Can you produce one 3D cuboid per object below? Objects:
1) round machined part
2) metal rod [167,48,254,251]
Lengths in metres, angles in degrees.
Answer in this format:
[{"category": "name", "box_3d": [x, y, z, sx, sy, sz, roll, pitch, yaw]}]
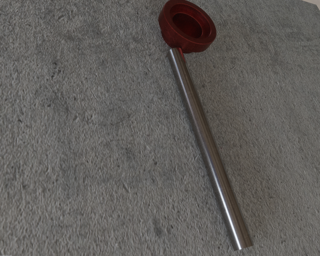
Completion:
[{"category": "round machined part", "box_3d": [0.042, -0.164, 0.517, 0.099, 0.042, 0.098, 14, 56, -21]}, {"category": "metal rod", "box_3d": [0.062, 0.013, 0.431, 0.025, 0.025, 0.299, -2, 63, -30]}]
